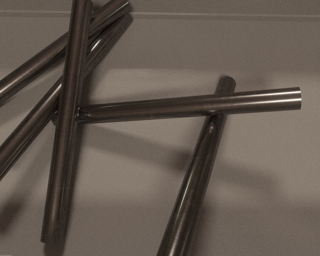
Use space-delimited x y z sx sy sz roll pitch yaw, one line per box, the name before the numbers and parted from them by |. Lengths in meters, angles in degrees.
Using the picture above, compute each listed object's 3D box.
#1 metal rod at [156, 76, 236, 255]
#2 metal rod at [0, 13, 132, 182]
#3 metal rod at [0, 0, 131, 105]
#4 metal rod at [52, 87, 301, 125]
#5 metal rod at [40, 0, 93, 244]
metal rod | 0.046 0.035 0.332 0.025 0.025 0.301 20 46 7
metal rod | -0.124 -0.054 0.407 0.025 0.025 0.300 27 64 9
metal rod | -0.166 -0.086 0.421 0.301 0.025 0.025 -39 75 -7
metal rod | 0.006 -0.024 0.376 0.301 0.025 0.025 -3 69 15
metal rod | -0.113 -0.016 0.380 0.025 0.025 0.298 5 83 1
